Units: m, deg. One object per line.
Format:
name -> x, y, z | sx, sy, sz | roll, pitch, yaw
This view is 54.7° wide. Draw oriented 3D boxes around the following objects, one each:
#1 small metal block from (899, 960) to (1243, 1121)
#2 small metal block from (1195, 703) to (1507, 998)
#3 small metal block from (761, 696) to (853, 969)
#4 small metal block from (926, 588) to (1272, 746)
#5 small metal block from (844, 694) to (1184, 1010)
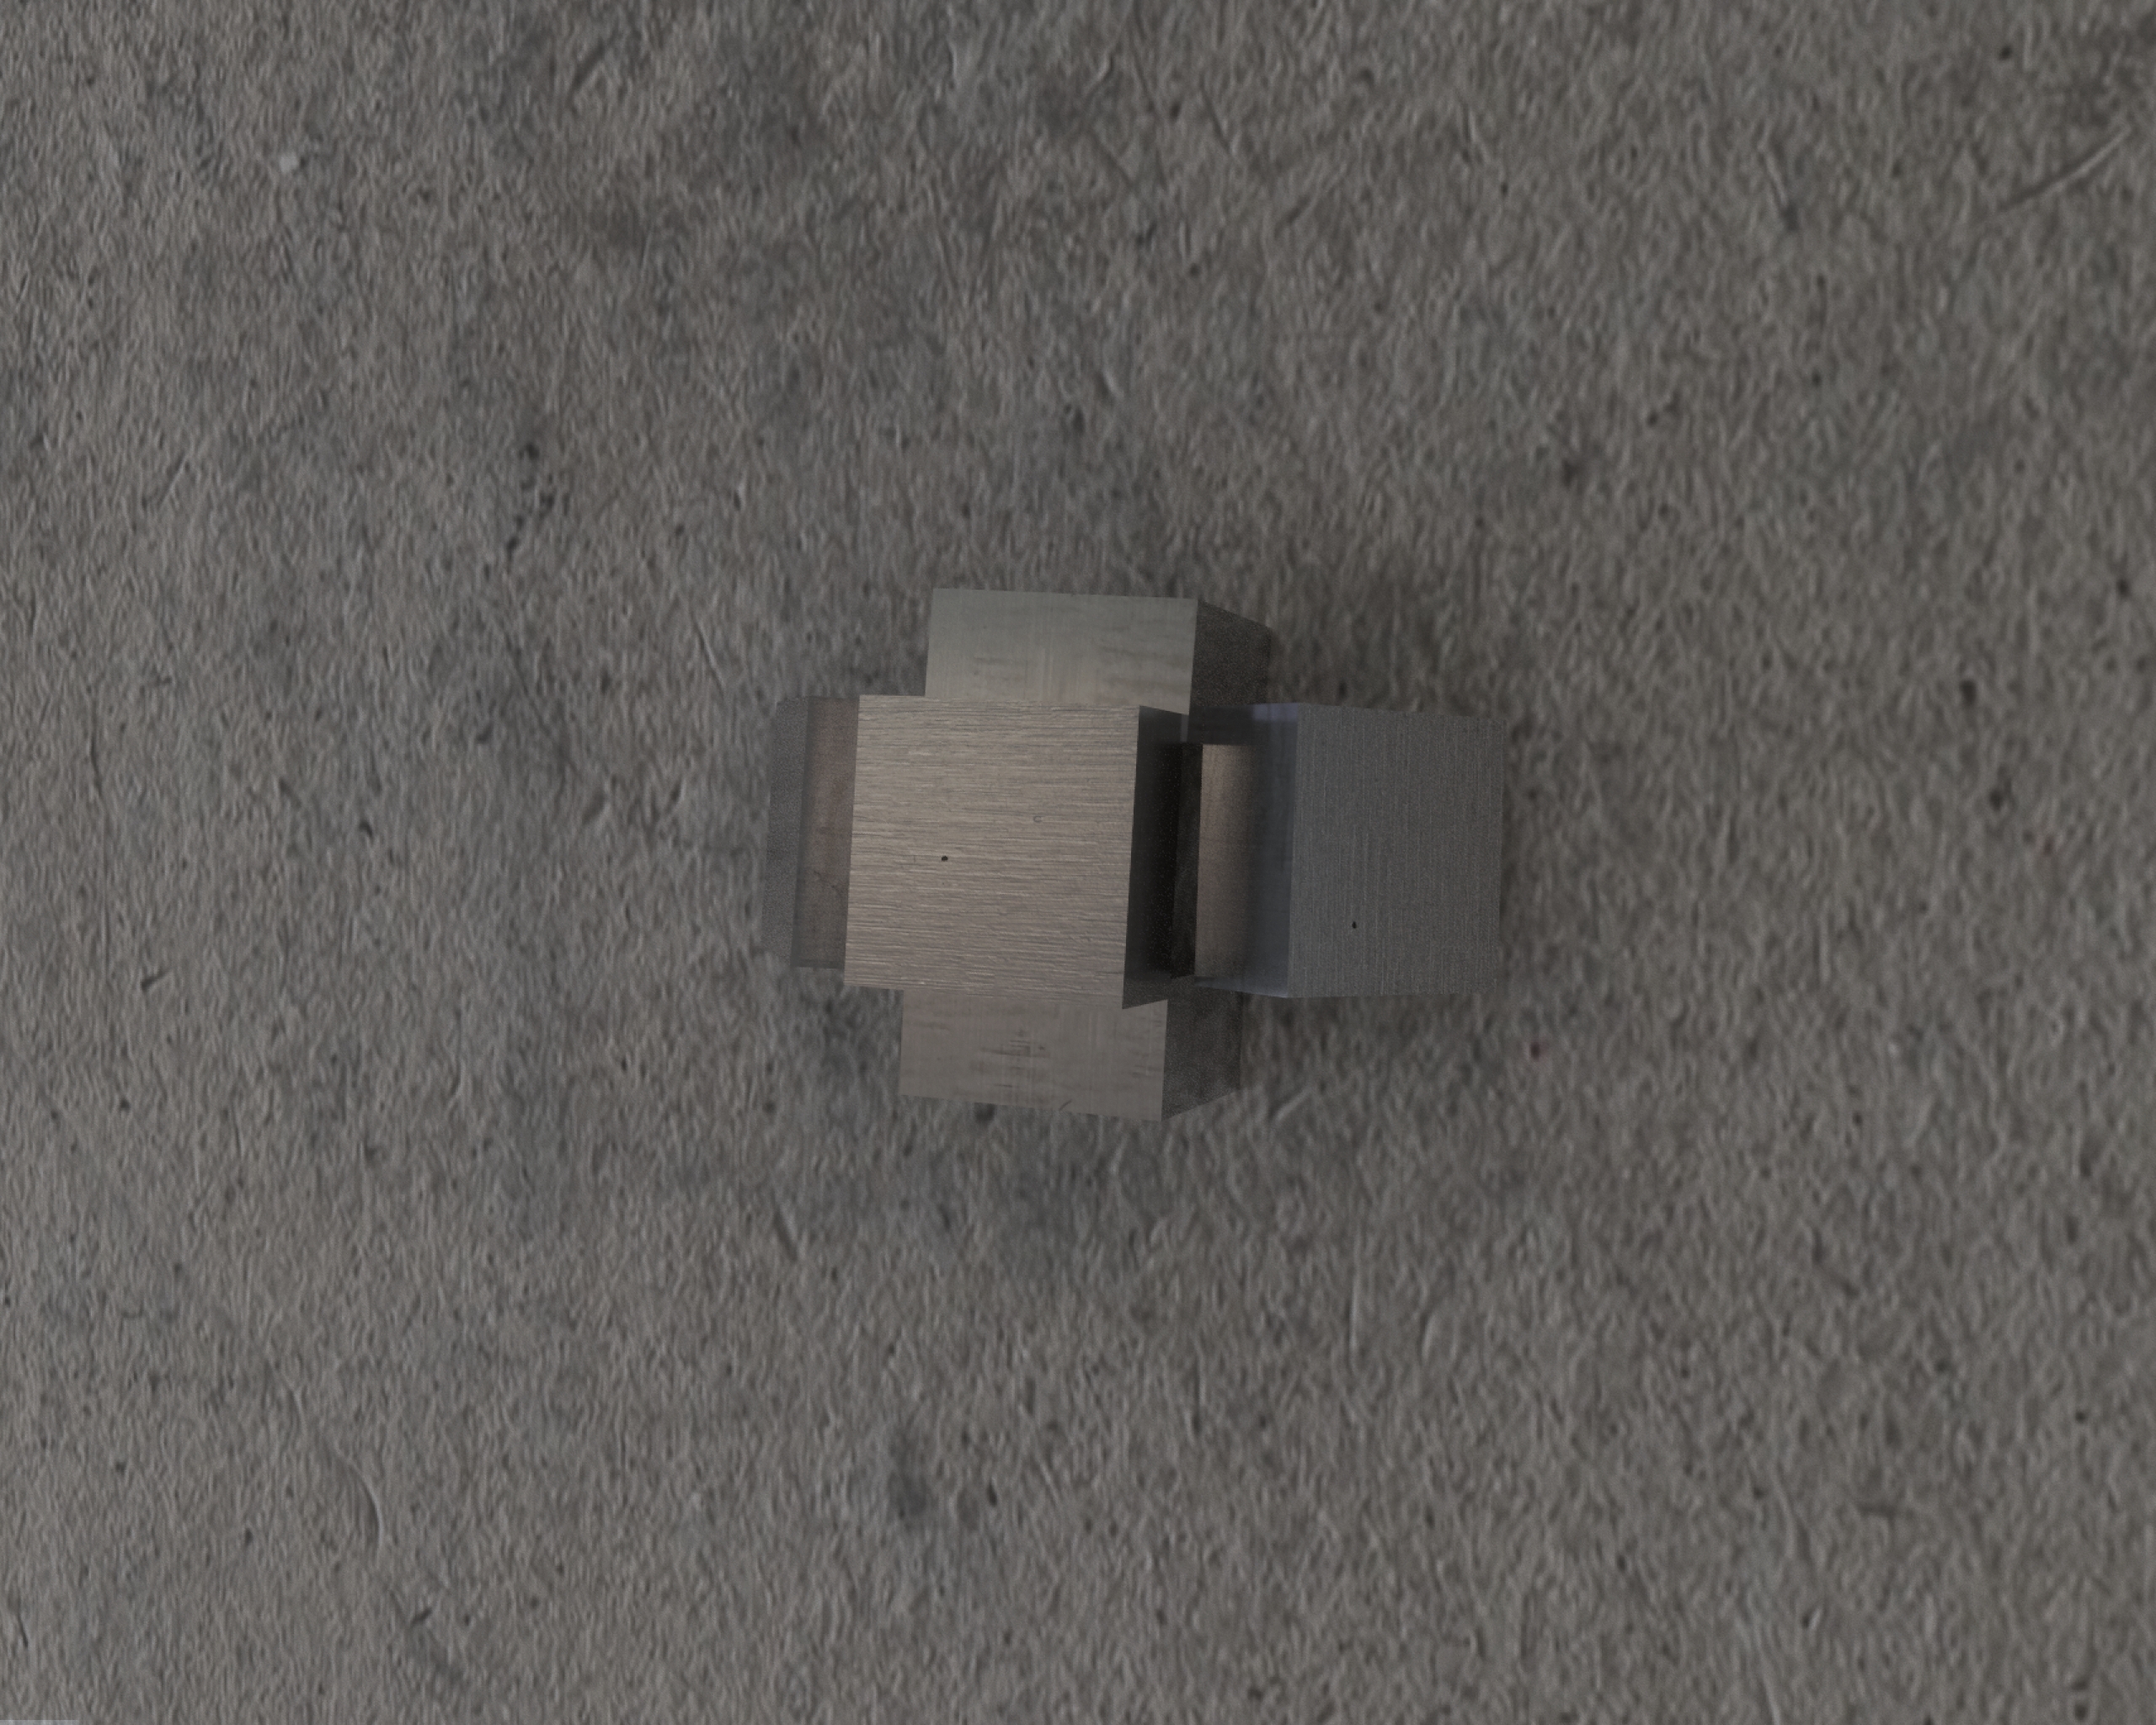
small metal block -> 0.000, 0.031, 0.396 | 0.050, 0.050, 0.025 | 3, 92, 20
small metal block -> 0.049, -0.002, 0.375 | 0.025, 0.050, 0.050 | 3, 91, 55
small metal block -> -0.045, -0.006, 0.409 | 0.025, 0.050, 0.050 | 4, 92, -15
small metal block -> 0.005, -0.035, 0.394 | 0.050, 0.050, 0.025 | 5, 92, 20
small metal block -> -0.011, -0.002, 0.359 | 0.050, 0.025, 0.050 | 4, 91, 20
